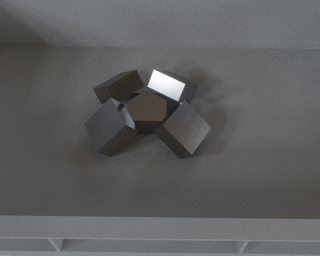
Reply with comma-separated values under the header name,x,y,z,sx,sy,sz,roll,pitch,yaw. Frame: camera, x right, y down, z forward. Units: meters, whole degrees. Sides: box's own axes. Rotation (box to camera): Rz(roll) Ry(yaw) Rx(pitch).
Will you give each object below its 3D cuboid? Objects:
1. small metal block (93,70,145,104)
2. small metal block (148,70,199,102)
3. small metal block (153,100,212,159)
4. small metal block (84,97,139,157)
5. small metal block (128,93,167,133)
name,x,y,z,sx,sy,sz,roll,pitch,yaw
small metal block,-0.058,-0.057,0.434,0.050,0.025,0.050,-35,21,-25
small metal block,0.019,-0.060,0.437,0.050,0.025,0.050,28,19,21
small metal block,0.028,0.002,0.386,0.050,0.025,0.050,46,57,-8
small metal block,-0.062,-0.001,0.388,0.050,0.025,0.050,-42,54,14
small metal block,-0.017,-0.020,0.419,0.050,0.025,0.050,1,50,1
